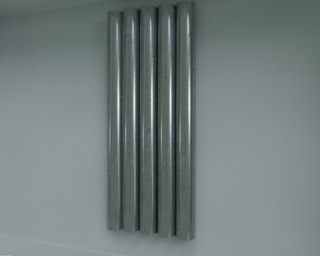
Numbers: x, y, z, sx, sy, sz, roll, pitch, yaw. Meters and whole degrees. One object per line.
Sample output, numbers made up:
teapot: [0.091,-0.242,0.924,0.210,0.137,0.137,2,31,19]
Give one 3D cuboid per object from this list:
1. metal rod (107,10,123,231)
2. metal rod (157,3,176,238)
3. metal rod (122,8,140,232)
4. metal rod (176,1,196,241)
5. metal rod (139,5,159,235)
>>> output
metal rod: [-0.061,-0.010,0.431,0.025,0.025,0.298,0,90,20]
metal rod: [0.010,-0.010,0.406,0.025,0.025,0.298,0,90,20]
metal rod: [-0.039,-0.011,0.423,0.025,0.025,0.298,0,90,20]
metal rod: [0.033,-0.009,0.397,0.025,0.025,0.298,0,90,20]
metal rod: [-0.015,-0.010,0.414,0.025,0.025,0.298,0,90,20]
